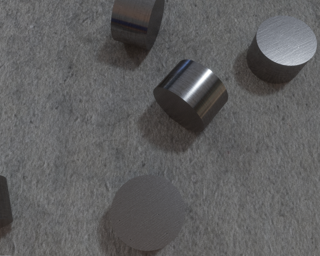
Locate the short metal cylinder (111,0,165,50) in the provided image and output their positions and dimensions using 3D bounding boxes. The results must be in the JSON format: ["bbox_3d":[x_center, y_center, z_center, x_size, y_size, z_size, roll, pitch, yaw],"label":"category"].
[{"bbox_3d":[-0.030,-0.156,0.436,0.050,0.080,0.080,18,71,6],"label":"short metal cylinder"}]

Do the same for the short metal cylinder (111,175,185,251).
[{"bbox_3d":[-0.013,0.099,0.359,0.081,0.050,0.080,0,70,0],"label":"short metal cylinder"}]

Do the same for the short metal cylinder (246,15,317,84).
[{"bbox_3d":[0.169,-0.110,0.437,0.081,0.050,0.080,0,70,0],"label":"short metal cylinder"}]

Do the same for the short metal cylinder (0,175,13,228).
[{"bbox_3d":[-0.211,0.089,0.344,0.081,0.080,0.050,-16,71,-6],"label":"short metal cylinder"}]

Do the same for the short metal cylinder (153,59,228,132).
[{"bbox_3d":[0.038,-0.040,0.394,0.080,0.080,0.050,37,74,12],"label":"short metal cylinder"}]
